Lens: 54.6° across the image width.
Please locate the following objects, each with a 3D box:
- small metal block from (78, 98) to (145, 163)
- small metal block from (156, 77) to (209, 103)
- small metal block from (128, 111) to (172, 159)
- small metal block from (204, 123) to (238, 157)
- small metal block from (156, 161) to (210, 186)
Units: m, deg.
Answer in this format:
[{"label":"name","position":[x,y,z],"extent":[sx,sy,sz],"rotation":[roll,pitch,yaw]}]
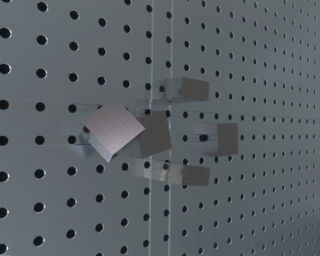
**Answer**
[{"label":"small metal block","position":[-0.054,0.002,0.348],"extent":[0.050,0.025,0.050],"rotation":[46,58,7]},{"label":"small metal block","position":[0.030,-0.050,0.417],"extent":[0.050,0.050,0.025],"rotation":[3,88,-40]},{"label":"small metal block","position":[-0.015,0.008,0.395],"extent":[0.050,0.025,0.050],"rotation":[-17,101,-39]},{"label":"small metal block","position":[0.097,0.018,0.489],"extent":[0.050,0.025,0.050],"rotation":[-3,92,-40]},{"label":"small metal block","position":[0.031,0.062,0.418],"extent":[0.050,0.050,0.025],"rotation":[11,83,-39]}]
